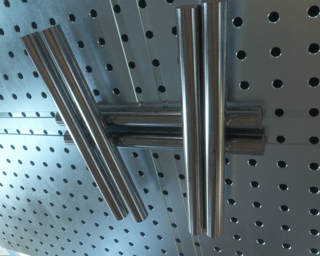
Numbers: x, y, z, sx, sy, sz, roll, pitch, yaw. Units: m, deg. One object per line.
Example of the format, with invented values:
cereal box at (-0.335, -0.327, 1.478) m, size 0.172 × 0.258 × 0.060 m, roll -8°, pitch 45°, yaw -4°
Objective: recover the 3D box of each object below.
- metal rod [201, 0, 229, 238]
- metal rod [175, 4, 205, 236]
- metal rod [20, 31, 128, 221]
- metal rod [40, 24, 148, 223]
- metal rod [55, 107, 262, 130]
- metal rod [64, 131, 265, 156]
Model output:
metal rod at (0.063, 0.013, 0.355) m, size 0.025 × 0.025 × 0.298 m, roll 9°, pitch 122°, yaw 24°
metal rod at (0.040, 0.014, 0.368) m, size 0.025 × 0.025 × 0.298 m, roll 9°, pitch 122°, yaw 24°
metal rod at (-0.115, 0.011, 0.448) m, size 0.025 × 0.025 × 0.299 m, roll -8°, pitch 114°, yaw 32°
metal rod at (-0.082, 0.009, 0.429) m, size 0.025 × 0.025 × 0.299 m, roll -8°, pitch 115°, yaw 32°
metal rod at (-0.021, -0.013, 0.415) m, size 0.300 × 0.025 × 0.025 m, roll 1°, pitch 119°, yaw 27°
metal rod at (-0.013, 0.017, 0.430) m, size 0.300 × 0.025 × 0.025 m, roll 1°, pitch 119°, yaw 27°
